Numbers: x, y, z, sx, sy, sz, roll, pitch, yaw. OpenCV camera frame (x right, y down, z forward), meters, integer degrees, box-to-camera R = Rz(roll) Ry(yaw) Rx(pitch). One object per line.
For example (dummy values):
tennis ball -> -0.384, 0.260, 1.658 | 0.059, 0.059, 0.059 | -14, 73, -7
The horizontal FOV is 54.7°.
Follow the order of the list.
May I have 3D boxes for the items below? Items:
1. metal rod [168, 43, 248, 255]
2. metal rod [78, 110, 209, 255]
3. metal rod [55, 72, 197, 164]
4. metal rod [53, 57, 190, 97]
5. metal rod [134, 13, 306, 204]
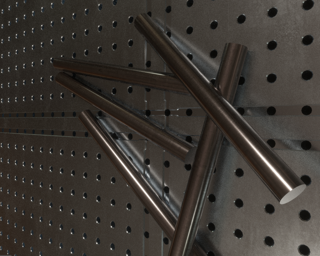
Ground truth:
metal rod -> 0.046, 0.054, 0.349 | 0.025, 0.025, 0.298 | 18, 95, 38
metal rod -> -0.032, 0.075, 0.433 | 0.300, 0.025, 0.025 | 47, 118, 29
metal rod -> -0.068, -0.027, 0.462 | 0.300, 0.025, 0.025 | 30, 108, 35
metal rod -> -0.067, -0.082, 0.461 | 0.300, 0.025, 0.025 | 17, 101, 38
metal rod -> 0.041, -0.047, 0.337 | 0.025, 0.025, 0.300 | -55, 48, 26
